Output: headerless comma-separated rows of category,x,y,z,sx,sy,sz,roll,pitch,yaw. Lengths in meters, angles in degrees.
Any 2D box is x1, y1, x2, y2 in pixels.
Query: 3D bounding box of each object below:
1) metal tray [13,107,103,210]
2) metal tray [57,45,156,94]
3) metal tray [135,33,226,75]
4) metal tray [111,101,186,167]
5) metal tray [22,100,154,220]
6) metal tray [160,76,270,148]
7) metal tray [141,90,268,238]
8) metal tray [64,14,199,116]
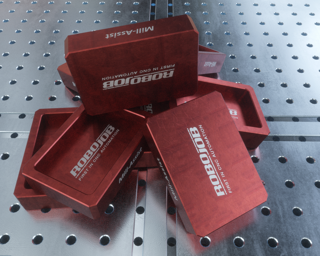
metal tray,-0.114,0.031,0.378,0.091,0.030,0.130,-3,49,-3
metal tray,-0.077,-0.080,0.450,0.090,0.030,0.130,-38,44,-27
metal tray,0.033,-0.109,0.452,0.090,0.030,0.131,27,22,21
metal tray,-0.017,-0.010,0.412,0.091,0.030,0.130,-2,48,-4
metal tray,-0.072,0.024,0.345,0.090,0.030,0.130,21,53,17
metal tray,0.068,-0.025,0.402,0.131,0.030,0.090,8,48,-16
metal tray,0.047,0.036,0.331,0.091,0.030,0.130,-23,87,-18
metal tray,-0.026,-0.065,0.336,0.131,0.090,0.030,-12,51,-4
